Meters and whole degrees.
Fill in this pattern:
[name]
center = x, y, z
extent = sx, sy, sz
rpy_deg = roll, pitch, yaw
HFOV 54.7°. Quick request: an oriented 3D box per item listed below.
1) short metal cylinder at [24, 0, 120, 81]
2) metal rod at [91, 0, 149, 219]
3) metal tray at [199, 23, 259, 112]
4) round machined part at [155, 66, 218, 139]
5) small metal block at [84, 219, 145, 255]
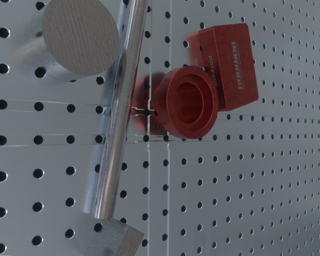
[short metal cylinder]
center = -0.090, -0.091, 0.318
extent = 0.081, 0.050, 0.079
rpy_deg = 0, 90, -40
[metal rod]
center = -0.044, -0.045, 0.372
extent = 0.025, 0.025, 0.298
rpy_deg = 14, 81, -39
[metal tray]
center = 0.114, -0.099, 0.502
extent = 0.091, 0.030, 0.129
rpy_deg = -20, 103, -38
[round machined part]
center = 0.033, -0.034, 0.426
extent = 0.099, 0.042, 0.097
rpy_deg = 0, 90, -40
[small metal block]
center = -0.052, 0.132, 0.350
extent = 0.025, 0.050, 0.050
rpy_deg = 42, 64, -32
